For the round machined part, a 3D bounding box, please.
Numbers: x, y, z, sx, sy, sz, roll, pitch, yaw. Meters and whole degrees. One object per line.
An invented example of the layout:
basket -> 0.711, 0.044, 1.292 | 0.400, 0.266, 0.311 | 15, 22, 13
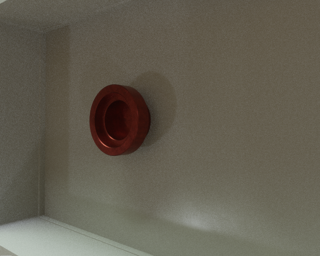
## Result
round machined part -> -0.052, -0.011, 0.436 | 0.098, 0.042, 0.097 | 0, 90, 39
